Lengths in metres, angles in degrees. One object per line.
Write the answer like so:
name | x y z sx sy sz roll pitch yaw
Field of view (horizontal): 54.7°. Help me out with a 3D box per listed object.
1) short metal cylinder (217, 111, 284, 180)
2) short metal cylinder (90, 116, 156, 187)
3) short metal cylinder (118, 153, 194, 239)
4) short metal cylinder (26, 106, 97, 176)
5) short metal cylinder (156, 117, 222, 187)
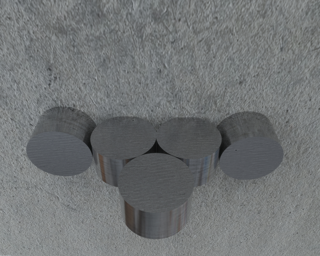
short metal cylinder | 0.116 0.024 0.413 0.081 0.050 0.079 -1 131 0
short metal cylinder | -0.045 0.029 0.397 0.081 0.080 0.050 0 130 0
short metal cylinder | -0.004 0.074 0.344 0.081 0.080 0.050 1 131 -1
short metal cylinder | -0.125 0.018 0.406 0.081 0.050 0.079 -1 130 0
short metal cylinder | 0.036 0.029 0.398 0.081 0.080 0.050 0 129 0
